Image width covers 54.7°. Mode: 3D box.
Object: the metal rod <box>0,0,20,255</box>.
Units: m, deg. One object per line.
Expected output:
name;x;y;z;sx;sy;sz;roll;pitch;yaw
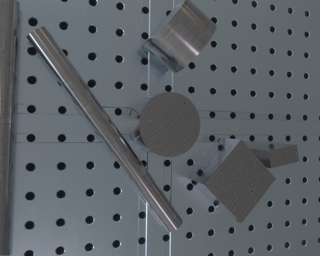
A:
metal rod;-0.177;0.006;0.347;0.025;0.025;0.298;2;89;-20

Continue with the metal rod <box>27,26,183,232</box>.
metal rod;-0.062;0.010;0.390;0.025;0.025;0.299;-37;102;-16

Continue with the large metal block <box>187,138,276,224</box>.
large metal block;0.101;0.071;0.437;0.080;0.050;0.080;47;76;-14

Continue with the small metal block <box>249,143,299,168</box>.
small metal block;0.167;0.040;0.461;0.050;0.050;0.025;-10;94;-20

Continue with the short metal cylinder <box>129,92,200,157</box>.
short metal cylinder;0.005;-0.004;0.401;0.081;0.050;0.079;0;90;-20

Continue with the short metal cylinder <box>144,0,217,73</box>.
short metal cylinder;0.025;-0.117;0.393;0.050;0.080;0.080;39;78;-16
